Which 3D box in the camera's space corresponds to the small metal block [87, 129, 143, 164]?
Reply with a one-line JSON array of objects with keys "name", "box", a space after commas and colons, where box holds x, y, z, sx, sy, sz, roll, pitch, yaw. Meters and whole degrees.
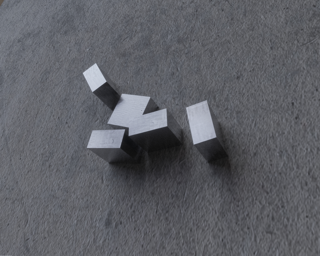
[{"name": "small metal block", "box": [-0.057, 0.025, 0.402, 0.050, 0.050, 0.025, -2, 61, 27]}]

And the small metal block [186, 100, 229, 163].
[{"name": "small metal block", "box": [0.055, 0.005, 0.356, 0.025, 0.050, 0.050, -20, 54, 17]}]

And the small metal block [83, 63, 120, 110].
[{"name": "small metal block", "box": [-0.086, -0.063, 0.471, 0.025, 0.050, 0.050, -37, 51, 4]}]

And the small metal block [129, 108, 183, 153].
[{"name": "small metal block", "box": [-0.004, 0.005, 0.387, 0.050, 0.050, 0.025, -15, 56, 20]}]

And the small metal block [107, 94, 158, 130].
[{"name": "small metal block", "box": [-0.038, -0.018, 0.435, 0.050, 0.025, 0.050, 10, 67, 32]}]
